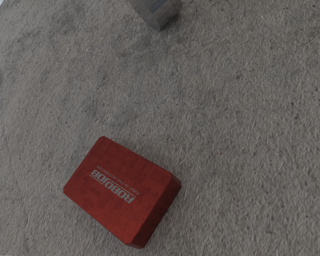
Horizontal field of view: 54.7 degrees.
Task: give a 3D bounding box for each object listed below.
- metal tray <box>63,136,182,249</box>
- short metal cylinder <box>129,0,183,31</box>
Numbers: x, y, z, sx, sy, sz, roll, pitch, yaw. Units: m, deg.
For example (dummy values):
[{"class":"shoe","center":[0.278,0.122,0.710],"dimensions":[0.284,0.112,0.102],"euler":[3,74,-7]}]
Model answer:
[{"class":"metal tray","center":[-0.050,0.073,0.382],"dimensions":[0.130,0.030,0.090],"euler":[24,75,36]},{"class":"short metal cylinder","center":[-0.010,-0.205,0.500],"dimensions":[0.050,0.080,0.080],"euler":[-43,51,-2]}]
